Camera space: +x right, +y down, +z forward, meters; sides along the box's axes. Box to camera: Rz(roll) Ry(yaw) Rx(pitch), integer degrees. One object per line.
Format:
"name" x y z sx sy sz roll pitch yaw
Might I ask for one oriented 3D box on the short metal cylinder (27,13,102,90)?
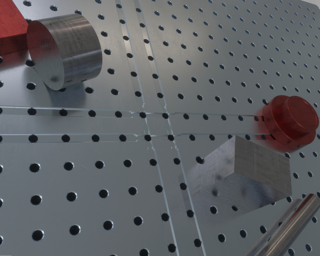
"short metal cylinder" -0.113 -0.090 0.367 0.050 0.080 0.080 -28 78 -37

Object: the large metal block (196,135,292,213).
"large metal block" 0.104 0.061 0.391 0.080 0.080 0.050 23 54 -15

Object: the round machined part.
"round machined part" 0.231 -0.016 0.531 0.099 0.042 0.098 14 56 -21

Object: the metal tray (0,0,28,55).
"metal tray" -0.230 -0.121 0.355 0.131 0.030 0.090 -28 77 -37

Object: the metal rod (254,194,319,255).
"metal rod" 0.123 0.164 0.373 0.302 0.025 0.025 -27 77 -37
